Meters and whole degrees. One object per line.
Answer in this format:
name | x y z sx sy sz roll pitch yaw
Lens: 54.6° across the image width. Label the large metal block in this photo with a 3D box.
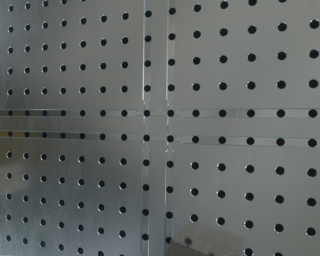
large metal block | 0.049 0.182 0.382 0.080 0.050 0.080 15 95 19
